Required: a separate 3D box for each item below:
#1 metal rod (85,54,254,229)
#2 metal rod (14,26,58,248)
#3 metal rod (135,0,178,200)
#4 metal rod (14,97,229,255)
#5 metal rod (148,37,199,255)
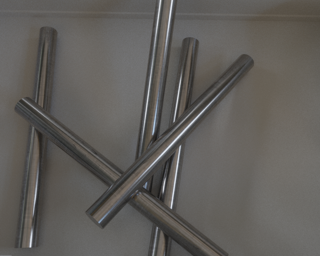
[{"bbox_3d":[0.029,-0.002,0.377,0.025,0.025,0.301,39,62,12],"label":"metal rod"},{"bbox_3d":[-0.160,-0.002,0.408,0.025,0.025,0.299,-2,70,-1],"label":"metal rod"},{"bbox_3d":[-0.004,-0.059,0.373,0.025,0.025,0.298,8,92,2],"label":"metal rod"},{"bbox_3d":[-0.053,0.058,0.360,0.300,0.025,0.025,36,74,12],"label":"metal rod"},{"bbox_3d":[0.022,0.013,0.405,0.025,0.025,0.299,9,70,3],"label":"metal rod"}]
